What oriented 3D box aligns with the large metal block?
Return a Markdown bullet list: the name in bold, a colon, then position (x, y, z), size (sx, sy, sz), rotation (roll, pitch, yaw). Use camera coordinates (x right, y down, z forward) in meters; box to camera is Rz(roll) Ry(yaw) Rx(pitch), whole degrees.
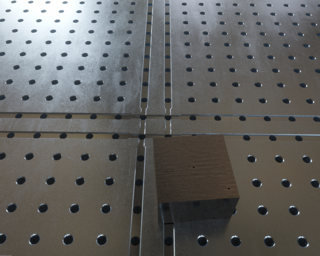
- **large metal block**: position (0.035, 0.055, 0.345), size (0.081, 0.050, 0.080), rotation (-3, 50, -3)
